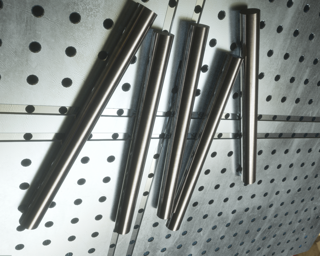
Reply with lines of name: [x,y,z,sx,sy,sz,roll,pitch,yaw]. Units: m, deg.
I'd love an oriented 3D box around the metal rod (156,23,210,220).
metal rod: [0.026,0.009,0.432,0.025,0.025,0.298,-6,121,-26]

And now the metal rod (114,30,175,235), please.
metal rod: [-0.027,0.024,0.412,0.025,0.025,0.298,-1,119,-28]

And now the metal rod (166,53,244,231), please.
metal rod: [0.060,0.036,0.467,0.025,0.025,0.298,2,118,-30]

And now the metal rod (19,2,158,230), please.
metal rod: [-0.090,-0.003,0.361,0.025,0.025,0.299,22,106,-37]

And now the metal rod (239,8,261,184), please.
metal rod: [0.136,-0.026,0.471,0.025,0.025,0.298,-23,127,-15]
